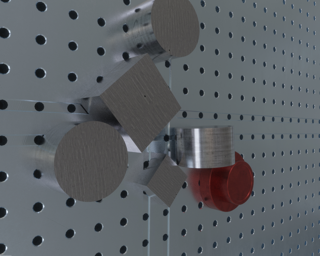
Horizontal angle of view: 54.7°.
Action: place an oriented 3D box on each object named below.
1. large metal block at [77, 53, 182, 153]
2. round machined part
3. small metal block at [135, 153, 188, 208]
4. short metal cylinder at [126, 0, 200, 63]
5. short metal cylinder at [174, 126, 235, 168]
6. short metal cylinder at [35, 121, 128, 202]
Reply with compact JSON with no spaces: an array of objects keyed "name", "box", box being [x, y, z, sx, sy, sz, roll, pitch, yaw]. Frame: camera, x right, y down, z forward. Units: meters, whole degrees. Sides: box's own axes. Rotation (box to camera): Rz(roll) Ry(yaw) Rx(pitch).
[{"name":"large metal block","box":[-0.033,-0.029,0.365,0.080,0.050,0.080,-49,119,-29]},{"name":"round machined part","box":[0.112,0.084,0.492,0.099,0.042,0.097,0,90,-40]},{"name":"small metal block","box":[0.003,0.069,0.412,0.050,0.025,0.050,49,61,-29]},{"name":"short metal cylinder","box":[0.004,-0.127,0.396,0.081,0.050,0.080,0,90,-40]},{"name":"short metal cylinder","box":[0.061,0.023,0.424,0.081,0.080,0.050,-4,93,-40]},{"name":"short metal cylinder","box":[-0.081,0.033,0.325,0.081,0.050,0.080,0,90,-40]}]
